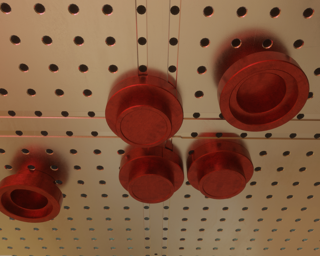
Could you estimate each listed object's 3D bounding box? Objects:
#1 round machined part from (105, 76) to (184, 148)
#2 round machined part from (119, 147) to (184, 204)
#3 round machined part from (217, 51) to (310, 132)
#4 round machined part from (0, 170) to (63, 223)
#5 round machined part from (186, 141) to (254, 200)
[{"bbox_3d":[-0.019,-0.013,0.389,0.099,0.042,0.097,0,130,0],"label":"round machined part"},{"bbox_3d":[-0.013,0.076,0.465,0.099,0.042,0.097,0,130,0],"label":"round machined part"},{"bbox_3d":[0.116,-0.046,0.362,0.099,0.042,0.097,0,130,0],"label":"round machined part"},{"bbox_3d":[-0.202,0.103,0.487,0.099,0.042,0.097,0,130,0],"label":"round machined part"},{"bbox_3d":[0.089,0.069,0.459,0.099,0.042,0.097,0,130,0],"label":"round machined part"}]
